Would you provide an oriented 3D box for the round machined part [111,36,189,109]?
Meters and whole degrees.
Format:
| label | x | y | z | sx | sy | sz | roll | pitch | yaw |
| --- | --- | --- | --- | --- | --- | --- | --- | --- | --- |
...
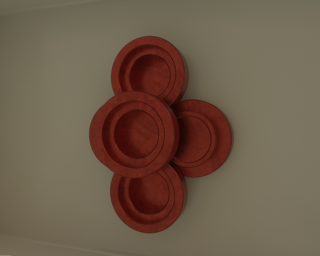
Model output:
| label | x | y | z | sx | sy | sz | roll | pitch | yaw |
| --- | --- | --- | --- | --- | --- | --- | --- | --- | --- |
| round machined part | -0.010 | -0.065 | 0.402 | 0.098 | 0.042 | 0.097 | 0 | 90 | 19 |

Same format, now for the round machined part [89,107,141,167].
| label | x | y | z | sx | sy | sz | roll | pitch | yaw |
| --- | --- | --- | --- | --- | --- | --- | --- | --- | --- |
| round machined part | -0.054 | 0.009 | 0.418 | 0.098 | 0.042 | 0.097 | 0 | 90 | 19 |

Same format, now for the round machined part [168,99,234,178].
| label | x | y | z | sx | sy | sz | roll | pitch | yaw |
| --- | --- | --- | --- | --- | --- | --- | --- | --- | --- |
| round machined part | 0.039 | 0.013 | 0.384 | 0.098 | 0.042 | 0.097 | 0 | 90 | 19 |

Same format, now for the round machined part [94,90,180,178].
| label | x | y | z | sx | sy | sz | roll | pitch | yaw |
| --- | --- | --- | --- | --- | --- | --- | --- | --- | --- |
| round machined part | -0.024 | 0.007 | 0.362 | 0.098 | 0.042 | 0.097 | 0 | 90 | 19 |

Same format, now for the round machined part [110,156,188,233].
| label | x | y | z | sx | sy | sz | roll | pitch | yaw |
| --- | --- | --- | --- | --- | --- | --- | --- | --- | --- |
| round machined part | -0.011 | 0.082 | 0.402 | 0.098 | 0.042 | 0.097 | 0 | 90 | 19 |
